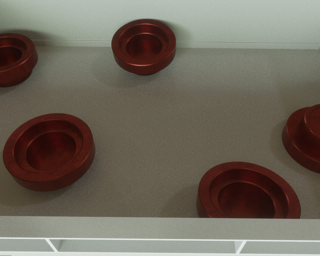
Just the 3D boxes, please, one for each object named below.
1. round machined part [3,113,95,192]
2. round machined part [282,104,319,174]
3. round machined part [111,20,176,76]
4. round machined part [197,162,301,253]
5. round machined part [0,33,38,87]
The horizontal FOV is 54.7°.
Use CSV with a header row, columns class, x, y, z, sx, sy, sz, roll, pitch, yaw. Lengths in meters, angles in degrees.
class,x,y,z,sx,sy,sz,roll,pitch,yaw
round machined part,-0.126,0.032,0.366,0.099,0.042,0.098,0,50,0
round machined part,0.211,0.007,0.391,0.099,0.042,0.098,0,50,0
round machined part,-0.024,-0.122,0.489,0.099,0.042,0.098,-1,60,2
round machined part,0.086,0.083,0.317,0.099,0.042,0.098,2,37,-1
round machined part,-0.237,-0.100,0.475,0.099,0.042,0.098,0,50,0
